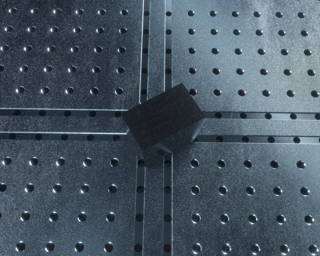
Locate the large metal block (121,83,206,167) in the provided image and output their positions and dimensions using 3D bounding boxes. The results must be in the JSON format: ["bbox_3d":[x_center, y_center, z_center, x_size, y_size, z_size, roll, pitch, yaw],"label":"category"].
[{"bbox_3d":[0.003,-0.001,0.383,0.080,0.080,0.050,-28,73,-10],"label":"large metal block"}]
